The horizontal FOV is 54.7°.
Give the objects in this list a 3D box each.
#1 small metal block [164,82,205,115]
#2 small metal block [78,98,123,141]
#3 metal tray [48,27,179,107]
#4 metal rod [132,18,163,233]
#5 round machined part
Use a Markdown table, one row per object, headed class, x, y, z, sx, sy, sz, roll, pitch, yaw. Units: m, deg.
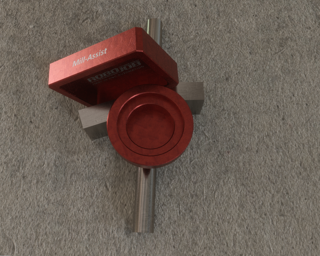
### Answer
| class | x | y | z | sx | sy | sz | roll | pitch | yaw |
| --- | --- | --- | --- | --- | --- | --- | --- | --- | --- |
| small metal block | 0.030 | -0.038 | 0.410 | 0.050 | 0.050 | 0.025 | -1 | 70 | -1 |
| small metal block | -0.072 | -0.010 | 0.399 | 0.050 | 0.050 | 0.025 | -18 | 71 | -7 |
| metal tray | -0.055 | -0.064 | 0.373 | 0.130 | 0.090 | 0.030 | -15 | 67 | 26 |
| metal rod | -0.014 | -0.017 | 0.415 | 0.025 | 0.025 | 0.299 | 2 | 70 | 0 |
| round machined part | -0.011 | 0.000 | 0.371 | 0.099 | 0.042 | 0.098 | 1 | 73 | -2 |
